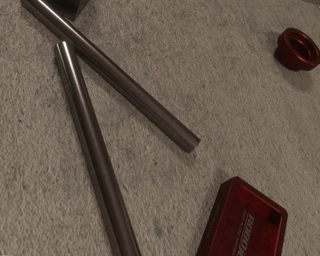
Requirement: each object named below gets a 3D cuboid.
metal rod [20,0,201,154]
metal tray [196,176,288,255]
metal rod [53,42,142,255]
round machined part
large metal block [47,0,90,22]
[{"bbox_3d":[-0.065,-0.075,0.415,0.300,0.025,0.025,42,51,0],"label":"metal rod"},{"bbox_3d":[0.101,0.135,0.374,0.090,0.030,0.130,35,51,-5],"label":"metal tray"},{"bbox_3d":[-0.072,0.027,0.349,0.025,0.025,0.299,-9,66,-32],"label":"metal rod"},{"bbox_3d":[0.283,-0.157,0.645,0.099,0.042,0.098,14,56,-21],"label":"round machined part"},{"bbox_3d":[-0.139,-0.212,0.443,0.080,0.050,0.080,26,52,-12],"label":"large metal block"}]
